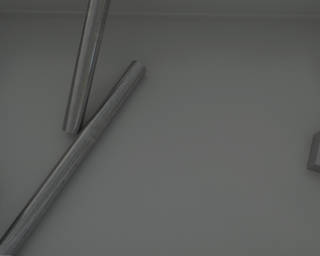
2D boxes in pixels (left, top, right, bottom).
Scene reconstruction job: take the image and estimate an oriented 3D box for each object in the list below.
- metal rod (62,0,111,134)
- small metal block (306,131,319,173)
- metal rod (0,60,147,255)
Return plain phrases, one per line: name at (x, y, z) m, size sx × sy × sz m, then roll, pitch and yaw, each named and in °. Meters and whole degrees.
metal rod at (-0.078, -0.137, 0.378) m, size 0.025 × 0.025 × 0.298 m, roll 17°, pitch 102°, yaw 5°
small metal block at (0.224, 0.035, 0.400) m, size 0.050 × 0.025 × 0.050 m, roll 19°, pitch 71°, yaw 6°
metal rod at (-0.107, 0.033, 0.396) m, size 0.025 × 0.025 × 0.300 m, roll 30°, pitch 72°, yaw 10°
